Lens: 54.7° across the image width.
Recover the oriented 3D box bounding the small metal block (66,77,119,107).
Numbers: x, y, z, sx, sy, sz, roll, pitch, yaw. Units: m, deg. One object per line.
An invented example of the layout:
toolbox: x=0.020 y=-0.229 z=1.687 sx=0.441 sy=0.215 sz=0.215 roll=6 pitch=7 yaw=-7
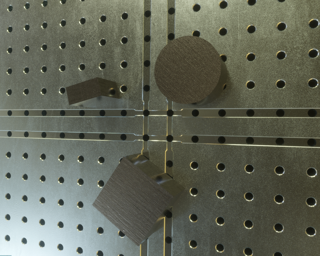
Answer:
small metal block: x=-0.093 y=-0.048 z=0.432 sx=0.050 sy=0.050 sz=0.025 roll=-14 pitch=86 yaw=19

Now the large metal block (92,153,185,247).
large metal block: x=-0.027 y=0.091 z=0.409 sx=0.080 sy=0.050 sz=0.080 roll=37 pitch=102 yaw=16

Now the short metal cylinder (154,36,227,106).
short metal cylinder: x=0.040 y=-0.068 z=0.385 sx=0.080 sy=0.050 sz=0.080 roll=0 pitch=90 yaw=20
